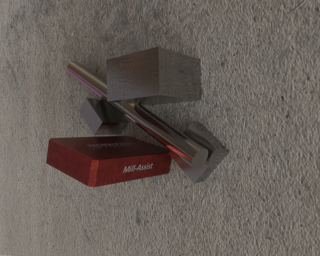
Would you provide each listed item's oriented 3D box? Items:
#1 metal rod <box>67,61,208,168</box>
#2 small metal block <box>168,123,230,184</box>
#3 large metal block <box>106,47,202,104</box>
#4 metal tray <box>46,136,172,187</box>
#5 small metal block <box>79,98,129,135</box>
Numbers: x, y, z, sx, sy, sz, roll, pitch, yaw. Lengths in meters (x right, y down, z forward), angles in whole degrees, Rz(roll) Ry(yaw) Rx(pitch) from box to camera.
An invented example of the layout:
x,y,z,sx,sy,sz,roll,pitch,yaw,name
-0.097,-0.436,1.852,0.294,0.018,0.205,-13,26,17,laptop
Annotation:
x,y,z,sx,sy,sz,roll,pitch,yaw,name
-0.051,-0.034,0.429,0.300,0.025,0.025,35,112,39,metal rod
0.046,0.029,0.368,0.050,0.025,0.050,49,119,28,small metal block
-0.006,-0.057,0.372,0.080,0.081,0.050,-2,89,39,large metal block
-0.058,0.036,0.384,0.090,0.131,0.030,16,100,39,metal tray
-0.082,-0.017,0.455,0.050,0.050,0.025,52,120,27,small metal block
